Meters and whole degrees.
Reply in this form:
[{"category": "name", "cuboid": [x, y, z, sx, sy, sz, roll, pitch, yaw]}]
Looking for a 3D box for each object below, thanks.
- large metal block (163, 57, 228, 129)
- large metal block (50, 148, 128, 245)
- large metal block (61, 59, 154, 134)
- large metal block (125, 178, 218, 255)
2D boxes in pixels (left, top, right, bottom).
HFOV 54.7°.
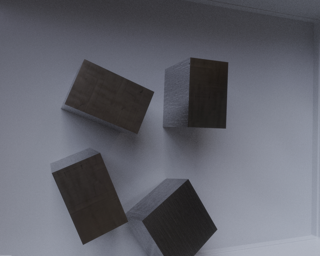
[{"category": "large metal block", "cuboid": [0.043, -0.040, 0.398, 0.050, 0.080, 0.079, 2, 89, -20]}, {"category": "large metal block", "cuboid": [-0.083, 0.071, 0.351, 0.050, 0.080, 0.080, -23, 98, -19]}, {"category": "large metal block", "cuboid": [-0.064, -0.032, 0.358, 0.080, 0.080, 0.050, 23, 82, -19]}, {"category": "large metal block", "cuboid": [0.014, 0.121, 0.394, 0.080, 0.050, 0.080, -36, 102, -31]}]
